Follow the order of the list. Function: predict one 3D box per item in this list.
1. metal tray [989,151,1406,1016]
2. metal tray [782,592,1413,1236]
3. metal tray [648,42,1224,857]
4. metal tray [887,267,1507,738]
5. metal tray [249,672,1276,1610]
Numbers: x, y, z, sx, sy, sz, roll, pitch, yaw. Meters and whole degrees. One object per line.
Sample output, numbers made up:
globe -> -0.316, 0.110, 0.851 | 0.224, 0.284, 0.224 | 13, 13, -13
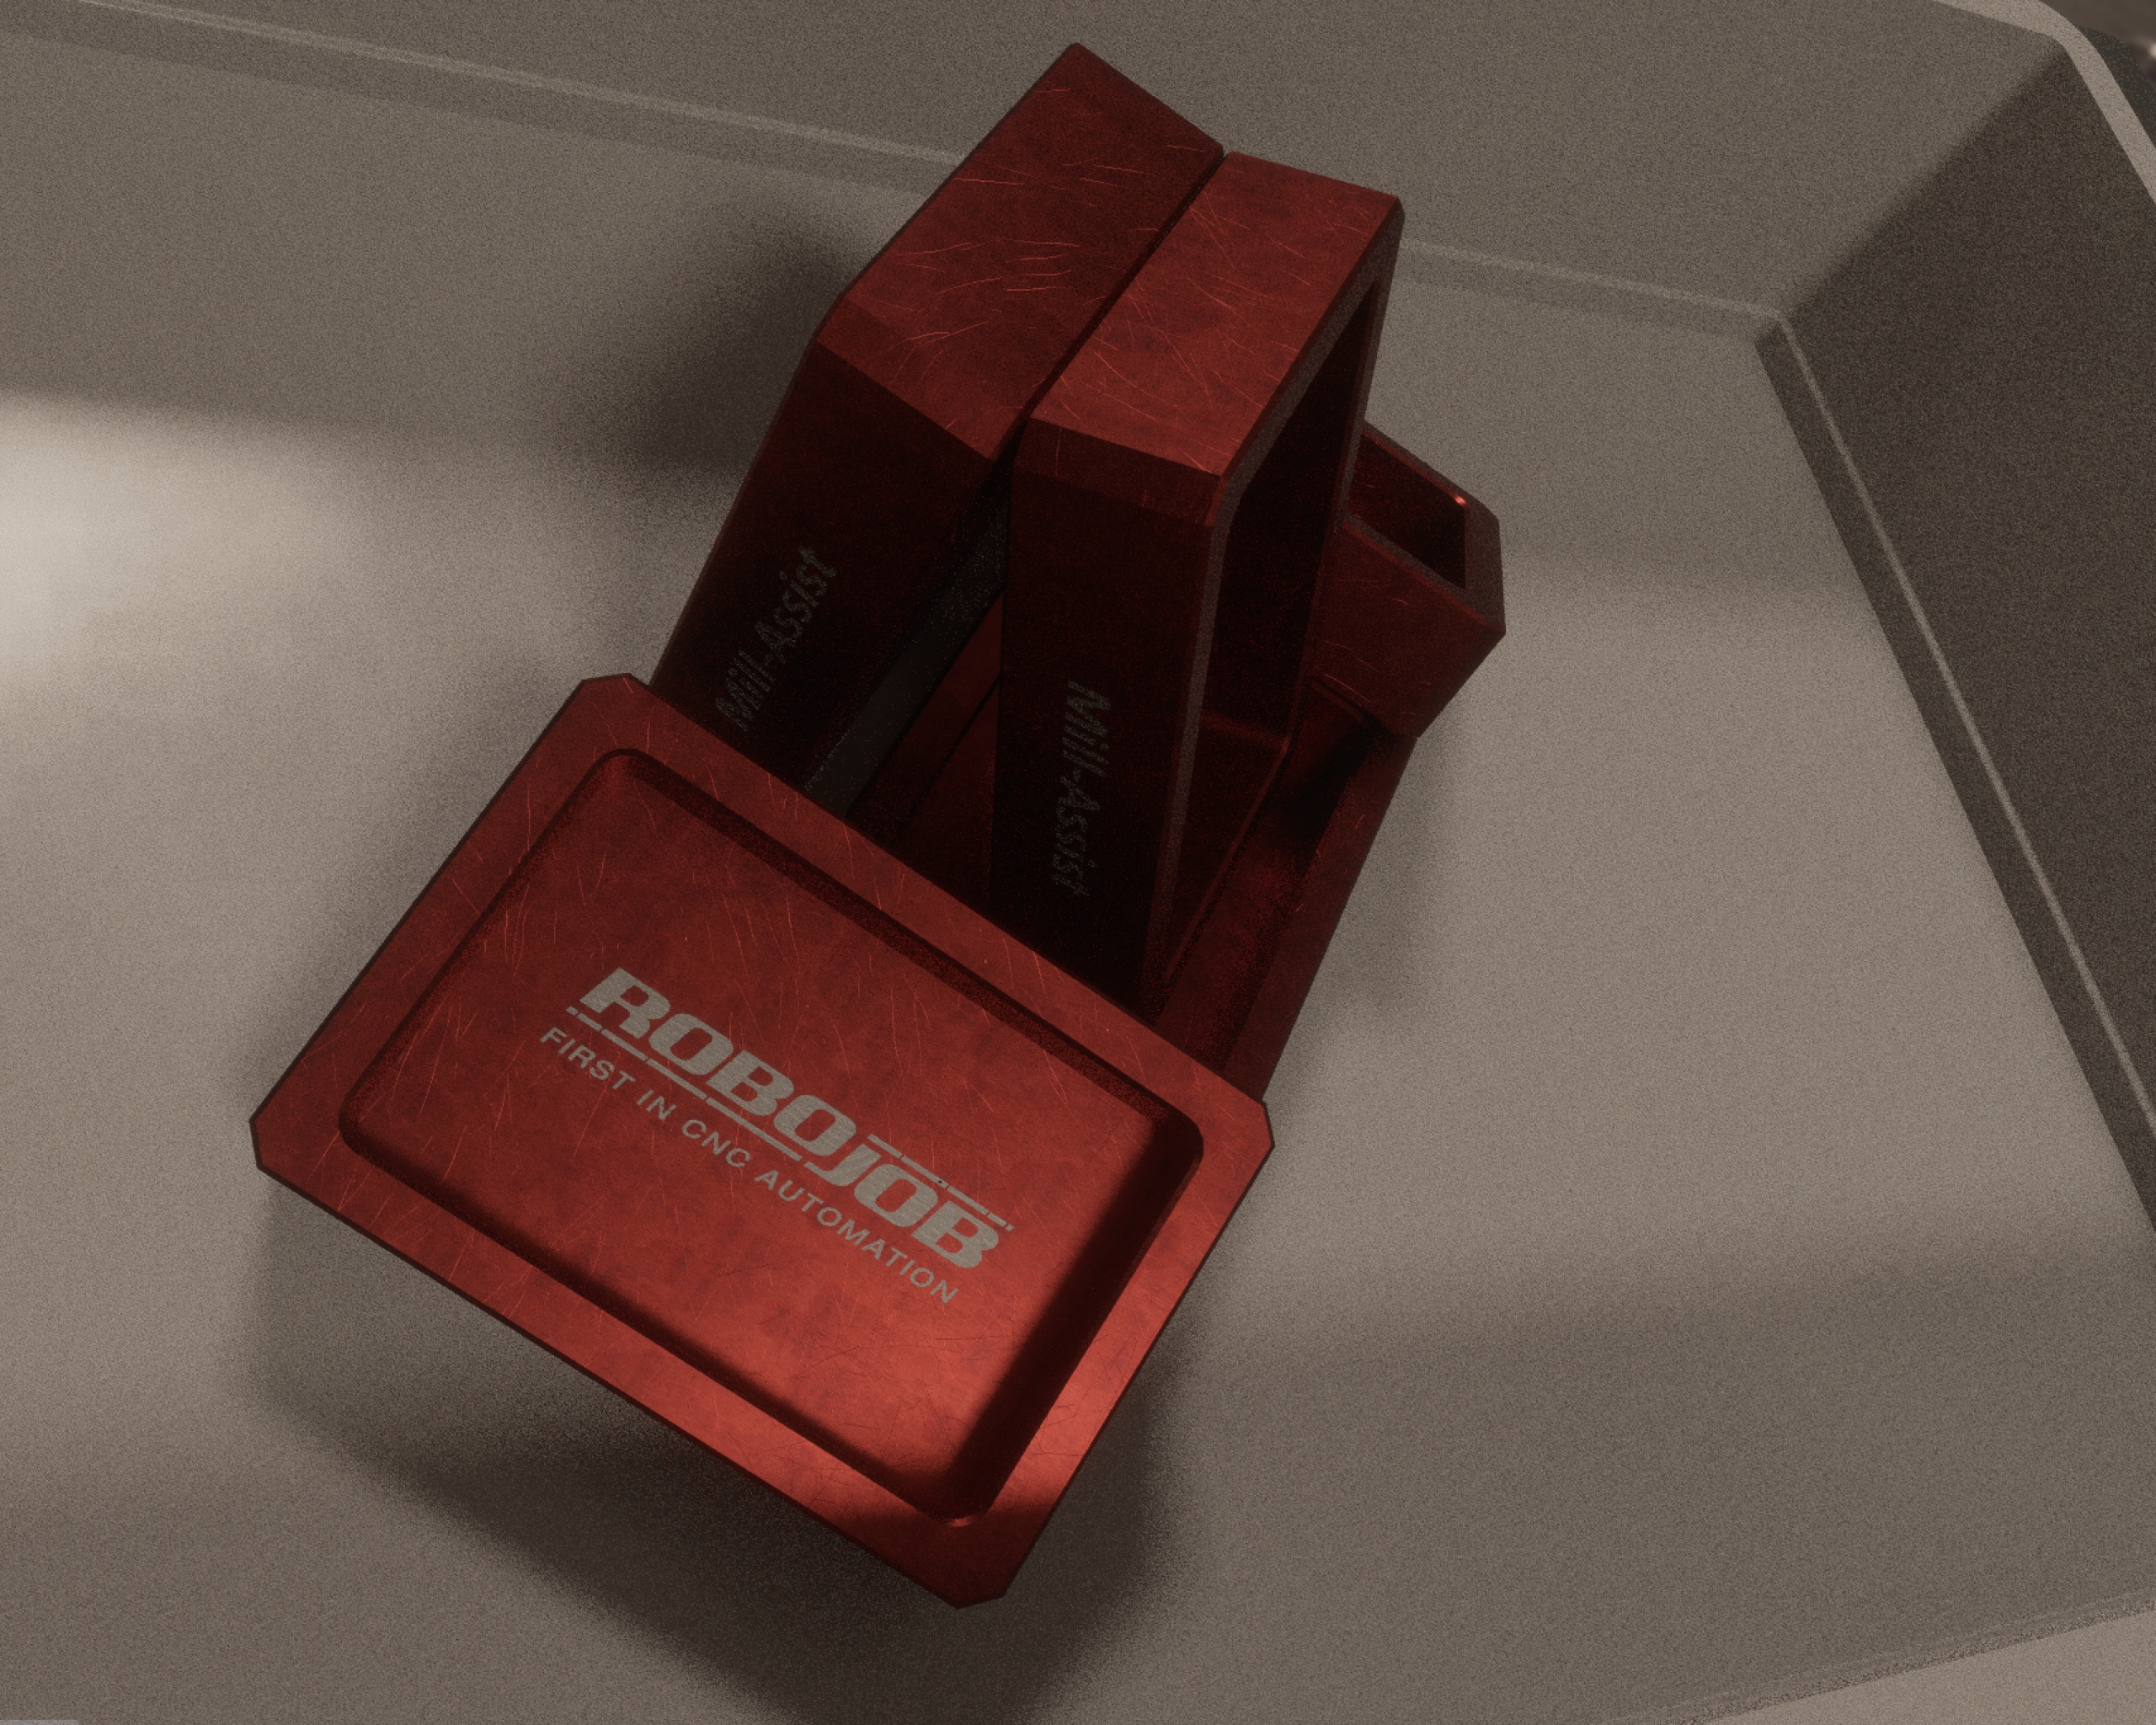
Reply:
metal tray -> 0.018, -0.041, 0.357 | 0.030, 0.129, 0.090 | 20, 50, 12
metal tray -> 0.005, -0.003, 0.406 | 0.090, 0.030, 0.130 | 34, 51, -6
metal tray -> -0.031, -0.065, 0.359 | 0.030, 0.129, 0.090 | 34, 51, -5
metal tray -> 0.030, -0.088, 0.450 | 0.130, 0.030, 0.090 | 34, 26, -6
metal tray -> -0.046, 0.043, 0.328 | 0.130, 0.030, 0.090 | 35, 75, -6
